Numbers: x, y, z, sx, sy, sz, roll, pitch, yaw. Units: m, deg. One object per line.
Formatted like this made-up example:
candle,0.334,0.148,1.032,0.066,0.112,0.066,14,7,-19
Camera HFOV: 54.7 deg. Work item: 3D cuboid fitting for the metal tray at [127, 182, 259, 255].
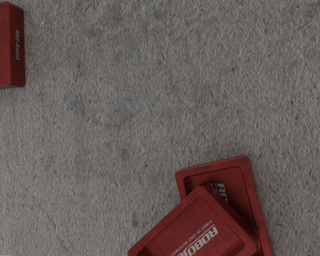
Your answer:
metal tray,0.036,0.138,0.360,0.130,0.030,0.090,-46,76,14

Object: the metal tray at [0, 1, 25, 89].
metal tray,-0.266,-0.129,0.500,0.090,0.030,0.129,-2,89,20

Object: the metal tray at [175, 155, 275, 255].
metal tray,0.078,0.106,0.378,0.090,0.030,0.129,-15,85,19
